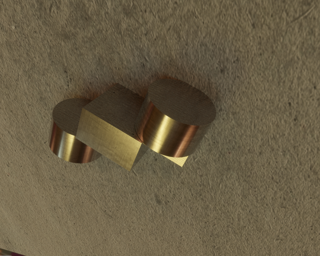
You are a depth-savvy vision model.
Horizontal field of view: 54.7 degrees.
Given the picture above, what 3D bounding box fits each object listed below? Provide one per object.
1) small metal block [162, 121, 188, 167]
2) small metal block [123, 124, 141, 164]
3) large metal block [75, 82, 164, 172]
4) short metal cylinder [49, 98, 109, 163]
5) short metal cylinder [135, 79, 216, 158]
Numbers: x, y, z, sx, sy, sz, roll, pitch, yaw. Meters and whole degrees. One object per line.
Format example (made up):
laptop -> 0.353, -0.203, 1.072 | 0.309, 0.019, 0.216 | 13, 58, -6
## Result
small metal block -> 0.021, 0.015, 0.407 | 0.050, 0.025, 0.050 | 31, 128, 8
small metal block -> -0.047, 0.021, 0.447 | 0.050, 0.025, 0.050 | 31, 128, 8
large metal block -> -0.046, -0.004, 0.395 | 0.080, 0.080, 0.050 | 31, 128, 8
short metal cylinder -> -0.111, 0.003, 0.433 | 0.080, 0.080, 0.050 | 31, 128, 8
short metal cylinder -> 0.017, -0.013, 0.356 | 0.080, 0.080, 0.050 | 31, 128, 8
